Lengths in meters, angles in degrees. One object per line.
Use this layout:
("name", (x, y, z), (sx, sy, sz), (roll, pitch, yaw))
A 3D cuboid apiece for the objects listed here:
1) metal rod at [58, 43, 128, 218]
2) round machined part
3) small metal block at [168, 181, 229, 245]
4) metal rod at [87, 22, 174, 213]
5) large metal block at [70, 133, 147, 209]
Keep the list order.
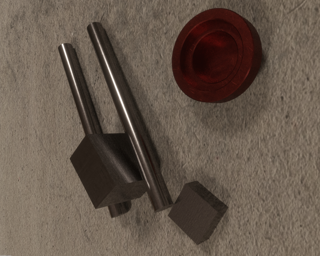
("metal rod", (-0.111, -0.006, 0.493), (0.025, 0.025, 0.299), (-34, 70, 35))
("round machined part", (0.064, -0.076, 0.340), (0.098, 0.042, 0.097), (0, 90, 39))
("small metal block", (0.044, 0.099, 0.367), (0.050, 0.025, 0.050), (38, 113, 33))
("metal rod", (-0.049, -0.031, 0.429), (0.025, 0.025, 0.299), (-39, 62, 33))
("large metal block", (-0.060, 0.053, 0.417), (0.050, 0.081, 0.080), (-50, 61, 28))
